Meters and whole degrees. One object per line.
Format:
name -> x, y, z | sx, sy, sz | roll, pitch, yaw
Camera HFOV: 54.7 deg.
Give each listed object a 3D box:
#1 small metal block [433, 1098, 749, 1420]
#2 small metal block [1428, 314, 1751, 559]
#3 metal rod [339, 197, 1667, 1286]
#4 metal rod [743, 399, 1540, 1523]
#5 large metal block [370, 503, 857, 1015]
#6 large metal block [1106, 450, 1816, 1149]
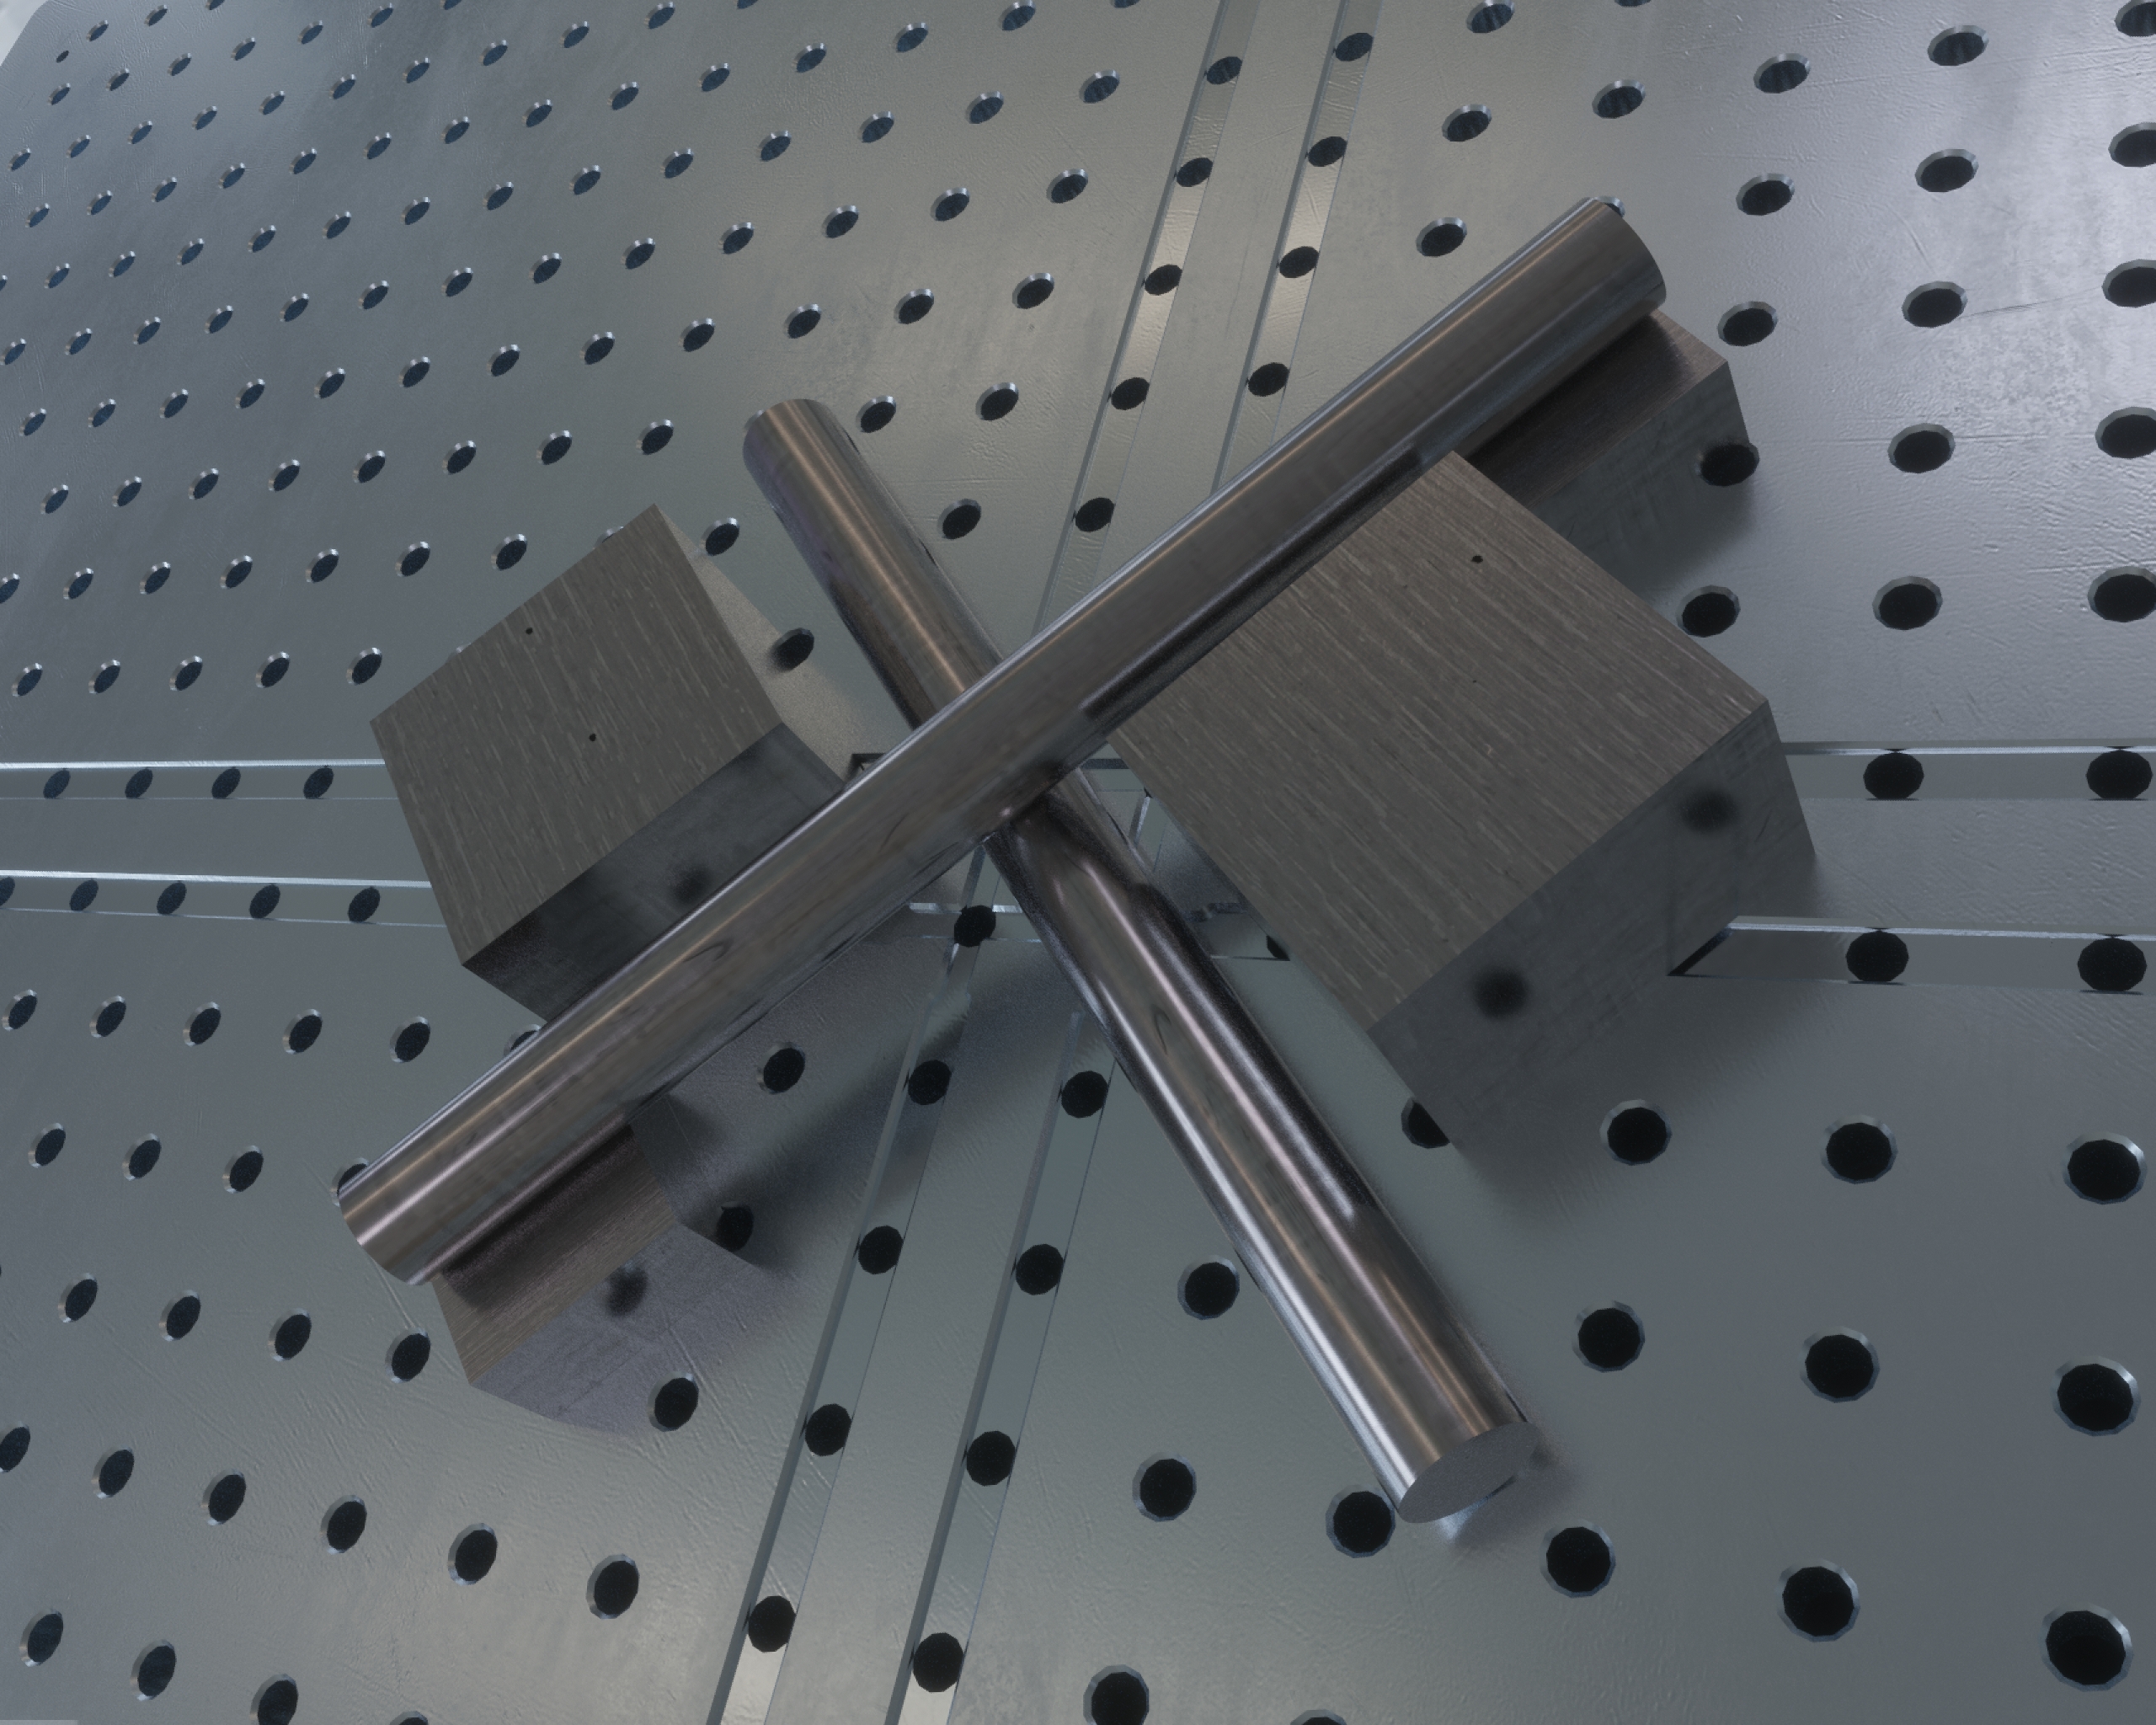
small metal block -> -0.101, 0.073, 0.417 | 0.050, 0.025, 0.050 | -39, 51, 2
small metal block -> 0.095, -0.088, 0.413 | 0.050, 0.025, 0.050 | -38, 51, 3
metal rod -> -0.015, -0.022, 0.397 | 0.300, 0.025, 0.025 | -38, 51, 2
metal rod -> -0.005, -0.004, 0.412 | 0.025, 0.025, 0.300 | -37, 51, 4
large metal block -> -0.097, -0.018, 0.454 | 0.080, 0.050, 0.080 | -37, 51, 3
large metal block -> 0.066, -0.012, 0.365 | 0.080, 0.050, 0.080 | -40, 51, 1
